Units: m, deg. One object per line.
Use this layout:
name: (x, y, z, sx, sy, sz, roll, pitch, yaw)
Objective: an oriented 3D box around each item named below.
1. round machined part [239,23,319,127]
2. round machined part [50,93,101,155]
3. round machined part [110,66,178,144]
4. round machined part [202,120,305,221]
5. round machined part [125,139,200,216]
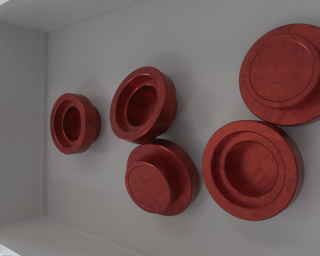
round machined part: (0.120, -0.051, 0.294, 0.098, 0.042, 0.097, -2, 86, 39)
round machined part: (-0.134, -0.007, 0.507, 0.098, 0.042, 0.097, 0, 90, 40)
round machined part: (-0.017, -0.026, 0.398, 0.098, 0.042, 0.098, -18, 61, 37)
round machined part: (0.096, 0.041, 0.316, 0.098, 0.042, 0.097, 0, 90, 40)
round machined part: (-0.004, 0.066, 0.383, 0.098, 0.042, 0.097, 13, 114, 32)
